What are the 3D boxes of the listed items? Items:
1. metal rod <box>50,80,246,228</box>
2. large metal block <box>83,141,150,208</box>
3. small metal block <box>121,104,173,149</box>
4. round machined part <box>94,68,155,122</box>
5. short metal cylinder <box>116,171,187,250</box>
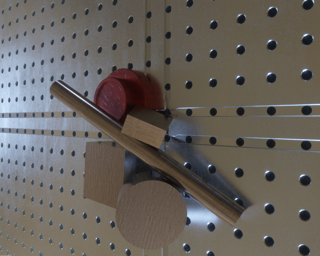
[{"bbox_3d":[-0.031,0.020,0.390,0.300,0.025,0.025,34,111,21],"label":"metal rod"},{"bbox_3d":[-0.061,0.063,0.438,0.080,0.050,0.079,6,94,39],"label":"large metal block"},{"bbox_3d":[-0.015,-0.004,0.391,0.050,0.050,0.025,23,111,2],"label":"small metal block"},{"bbox_3d":[-0.057,-0.037,0.443,0.098,0.042,0.097,0,90,39],"label":"round machined part"},{"bbox_3d":[-0.011,0.096,0.373,0.081,0.050,0.079,0,94,-5],"label":"short metal cylinder"}]
